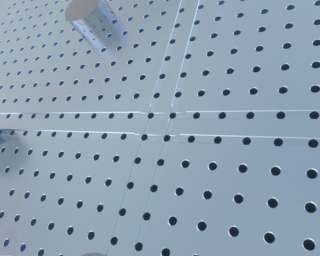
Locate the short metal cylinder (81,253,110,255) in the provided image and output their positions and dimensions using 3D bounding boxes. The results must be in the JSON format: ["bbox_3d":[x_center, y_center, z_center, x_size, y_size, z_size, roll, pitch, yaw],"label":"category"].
[{"bbox_3d":[-0.060,0.174,0.317,0.080,0.050,0.080,-13,56,21],"label":"short metal cylinder"}]

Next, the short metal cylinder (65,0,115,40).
[{"bbox_3d":[-0.134,-0.217,0.596,0.080,0.050,0.080,-13,56,21],"label":"short metal cylinder"}]
